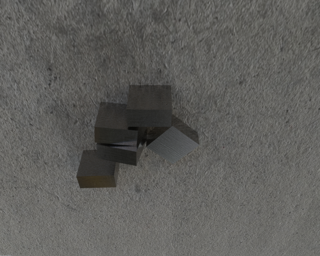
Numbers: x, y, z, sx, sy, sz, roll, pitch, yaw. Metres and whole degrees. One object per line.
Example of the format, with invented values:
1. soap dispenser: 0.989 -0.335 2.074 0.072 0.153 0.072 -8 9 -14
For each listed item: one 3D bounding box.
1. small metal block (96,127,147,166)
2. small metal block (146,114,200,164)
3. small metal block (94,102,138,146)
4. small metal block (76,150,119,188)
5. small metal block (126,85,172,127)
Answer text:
1. small metal block: -0.048 0.018 0.399 0.050 0.050 0.025 10 130 8
2. small metal block: 0.017 0.016 0.421 0.050 0.025 0.050 35 122 -27
3. small metal block: -0.052 -0.006 0.385 0.050 0.050 0.025 5 130 -5
4. small metal block: -0.086 0.057 0.438 0.050 0.050 0.025 -2 130 1
5. small metal block: -0.012 -0.027 0.368 0.050 0.050 0.025 0 130 -1
